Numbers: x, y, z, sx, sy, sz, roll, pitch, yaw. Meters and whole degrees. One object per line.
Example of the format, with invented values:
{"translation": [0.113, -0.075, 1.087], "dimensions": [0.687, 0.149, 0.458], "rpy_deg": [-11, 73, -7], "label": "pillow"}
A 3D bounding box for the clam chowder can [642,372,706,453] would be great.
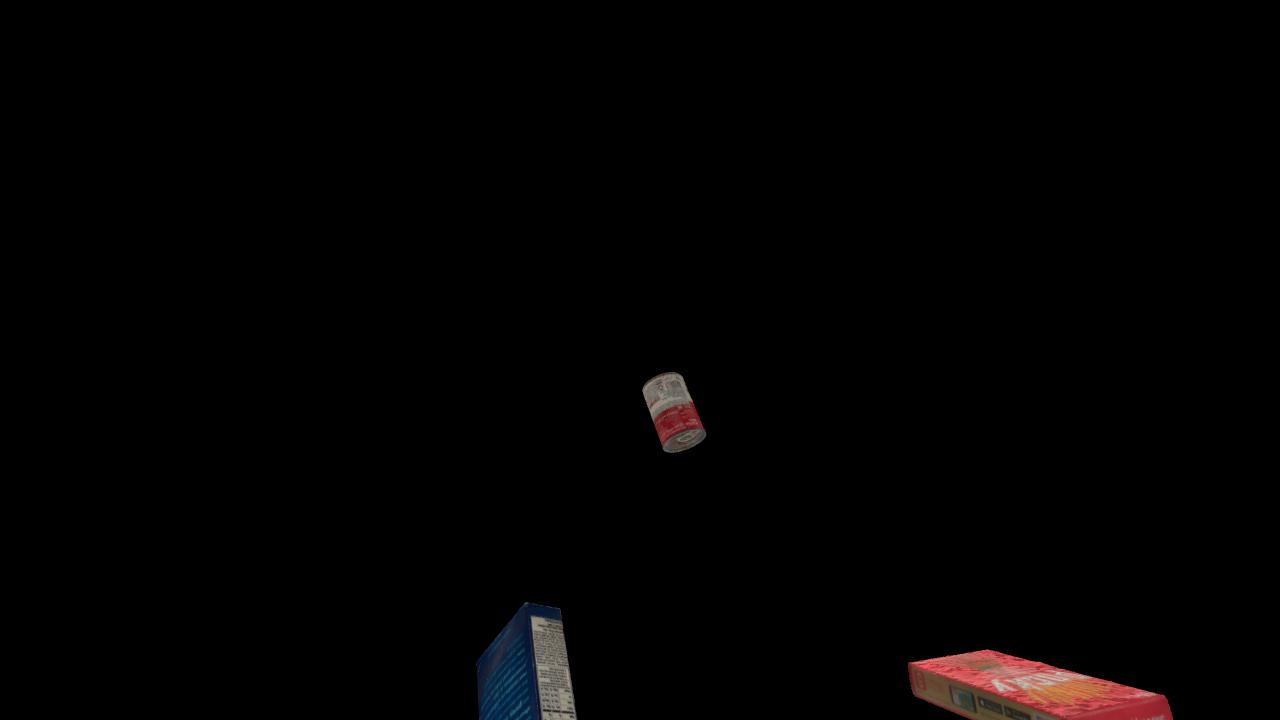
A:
{"translation": [0.049, 0.077, 0.916], "dimensions": [0.068, 0.102, 0.068], "rpy_deg": [-16, -30, -9], "label": "clam chowder can"}

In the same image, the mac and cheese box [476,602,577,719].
{"translation": [-0.083, 0.287, 0.455], "dimensions": [0.041, 0.093, 0.184], "rpy_deg": [25, 25, -30], "label": "mac and cheese box"}

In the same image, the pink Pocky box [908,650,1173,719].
{"translation": [0.284, 0.249, 0.455], "dimensions": [0.084, 0.029, 0.155], "rpy_deg": [-2, -13, -14], "label": "pink Pocky box"}
